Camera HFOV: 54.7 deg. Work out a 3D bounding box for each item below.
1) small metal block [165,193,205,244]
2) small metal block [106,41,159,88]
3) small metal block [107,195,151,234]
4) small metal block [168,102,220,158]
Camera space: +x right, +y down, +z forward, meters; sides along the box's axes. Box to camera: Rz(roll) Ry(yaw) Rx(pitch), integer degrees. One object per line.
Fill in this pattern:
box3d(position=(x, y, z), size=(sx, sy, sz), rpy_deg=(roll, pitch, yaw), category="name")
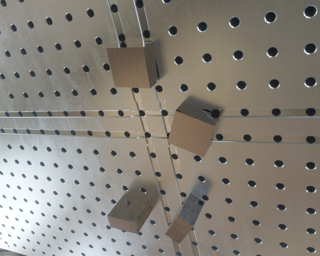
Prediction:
box3d(position=(0.037, 0.133, 0.457), size=(0.025, 0.050, 0.050), rpy_deg=(32, 128, 7), category="small metal block")
box3d(position=(-0.033, -0.077, 0.379), size=(0.050, 0.025, 0.050), rpy_deg=(5, 121, 25), category="small metal block")
box3d(position=(-0.049, 0.140, 0.506), size=(0.050, 0.050, 0.025), rpy_deg=(5, 121, 25), category="small metal block")
box3d(position=(0.042, 0.002, 0.390), size=(0.050, 0.025, 0.050), rpy_deg=(23, 127, 14), category="small metal block")
